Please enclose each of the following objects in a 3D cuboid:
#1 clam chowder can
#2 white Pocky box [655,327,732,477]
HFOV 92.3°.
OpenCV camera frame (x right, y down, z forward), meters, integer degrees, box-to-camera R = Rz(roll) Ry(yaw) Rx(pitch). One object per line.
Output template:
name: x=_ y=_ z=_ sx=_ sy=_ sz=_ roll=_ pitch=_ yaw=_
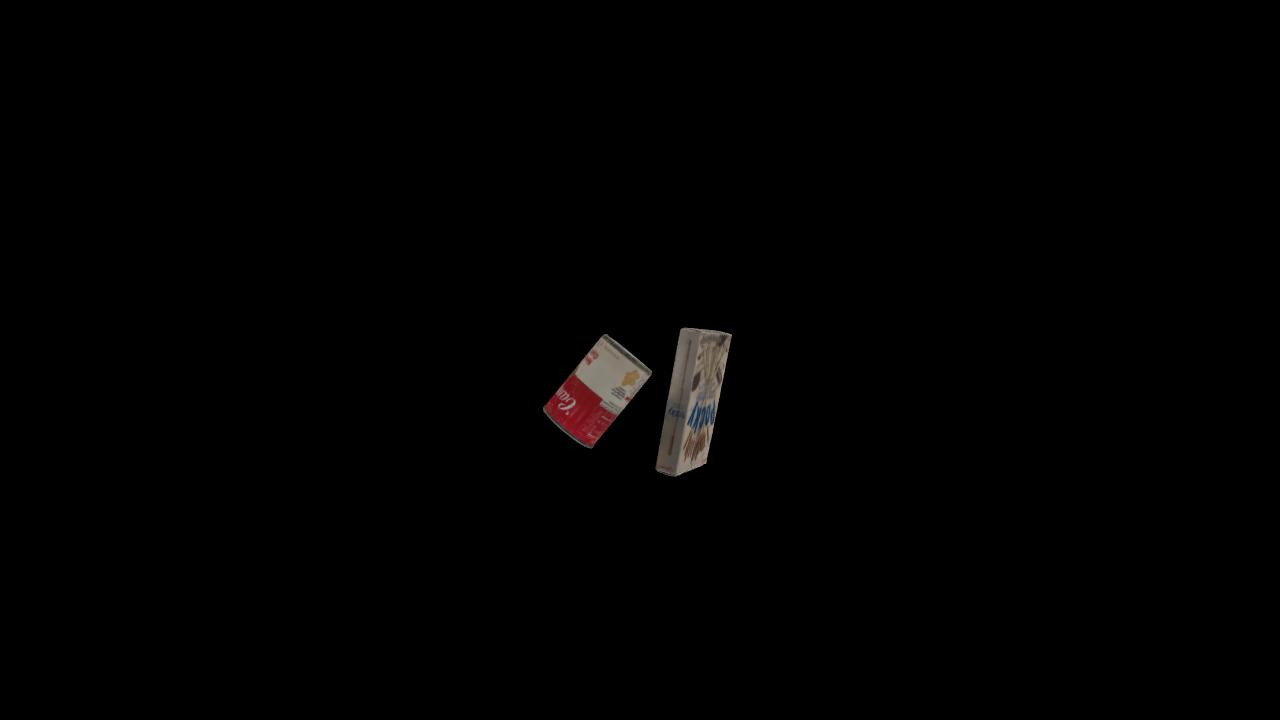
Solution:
clam chowder can: x=-0.043 y=0.032 z=0.640 sx=0.068 sy=0.102 sz=0.068 roll=40 pitch=1 yaw=-1
white Pocky box: x=0.058 y=0.043 z=0.663 sx=0.028 sy=0.154 sz=0.084 roll=14 pitch=8 yaw=29
